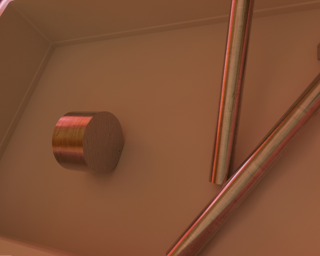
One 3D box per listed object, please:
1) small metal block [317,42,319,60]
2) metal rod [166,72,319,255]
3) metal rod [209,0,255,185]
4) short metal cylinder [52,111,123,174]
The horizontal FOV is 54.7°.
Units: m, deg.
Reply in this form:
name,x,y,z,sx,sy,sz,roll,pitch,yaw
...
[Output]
name,x,y,z,sx,sy,sz,roll,pitch,yaw
small metal block,0.217,-0.096,0.351,0.050,0.025,0.050,32,79,37
metal rod,0.113,0.021,0.316,0.300,0.025,0.025,-49,52,-1
metal rod,0.084,-0.089,0.336,0.025,0.025,0.298,7,90,31
short metal cylinder,-0.092,0.018,0.406,0.050,0.080,0.080,2,63,29
